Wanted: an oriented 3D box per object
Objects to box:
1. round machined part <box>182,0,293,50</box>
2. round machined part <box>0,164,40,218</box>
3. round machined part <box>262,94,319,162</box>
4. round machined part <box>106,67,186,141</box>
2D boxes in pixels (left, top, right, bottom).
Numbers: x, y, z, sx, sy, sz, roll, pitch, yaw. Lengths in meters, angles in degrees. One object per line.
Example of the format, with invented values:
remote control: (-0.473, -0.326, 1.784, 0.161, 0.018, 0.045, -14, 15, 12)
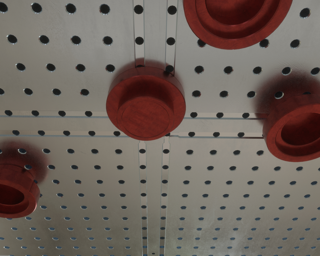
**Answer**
round machined part: (0.070, -0.128, 0.293, 0.099, 0.042, 0.097, -1, 130, 0)
round machined part: (-0.235, 0.093, 0.477, 0.099, 0.042, 0.097, -1, 130, 0)
round machined part: (0.182, -0.004, 0.400, 0.099, 0.042, 0.097, 0, 130, 0)
round machined part: (-0.017, -0.022, 0.381, 0.099, 0.042, 0.097, -1, 130, 0)
